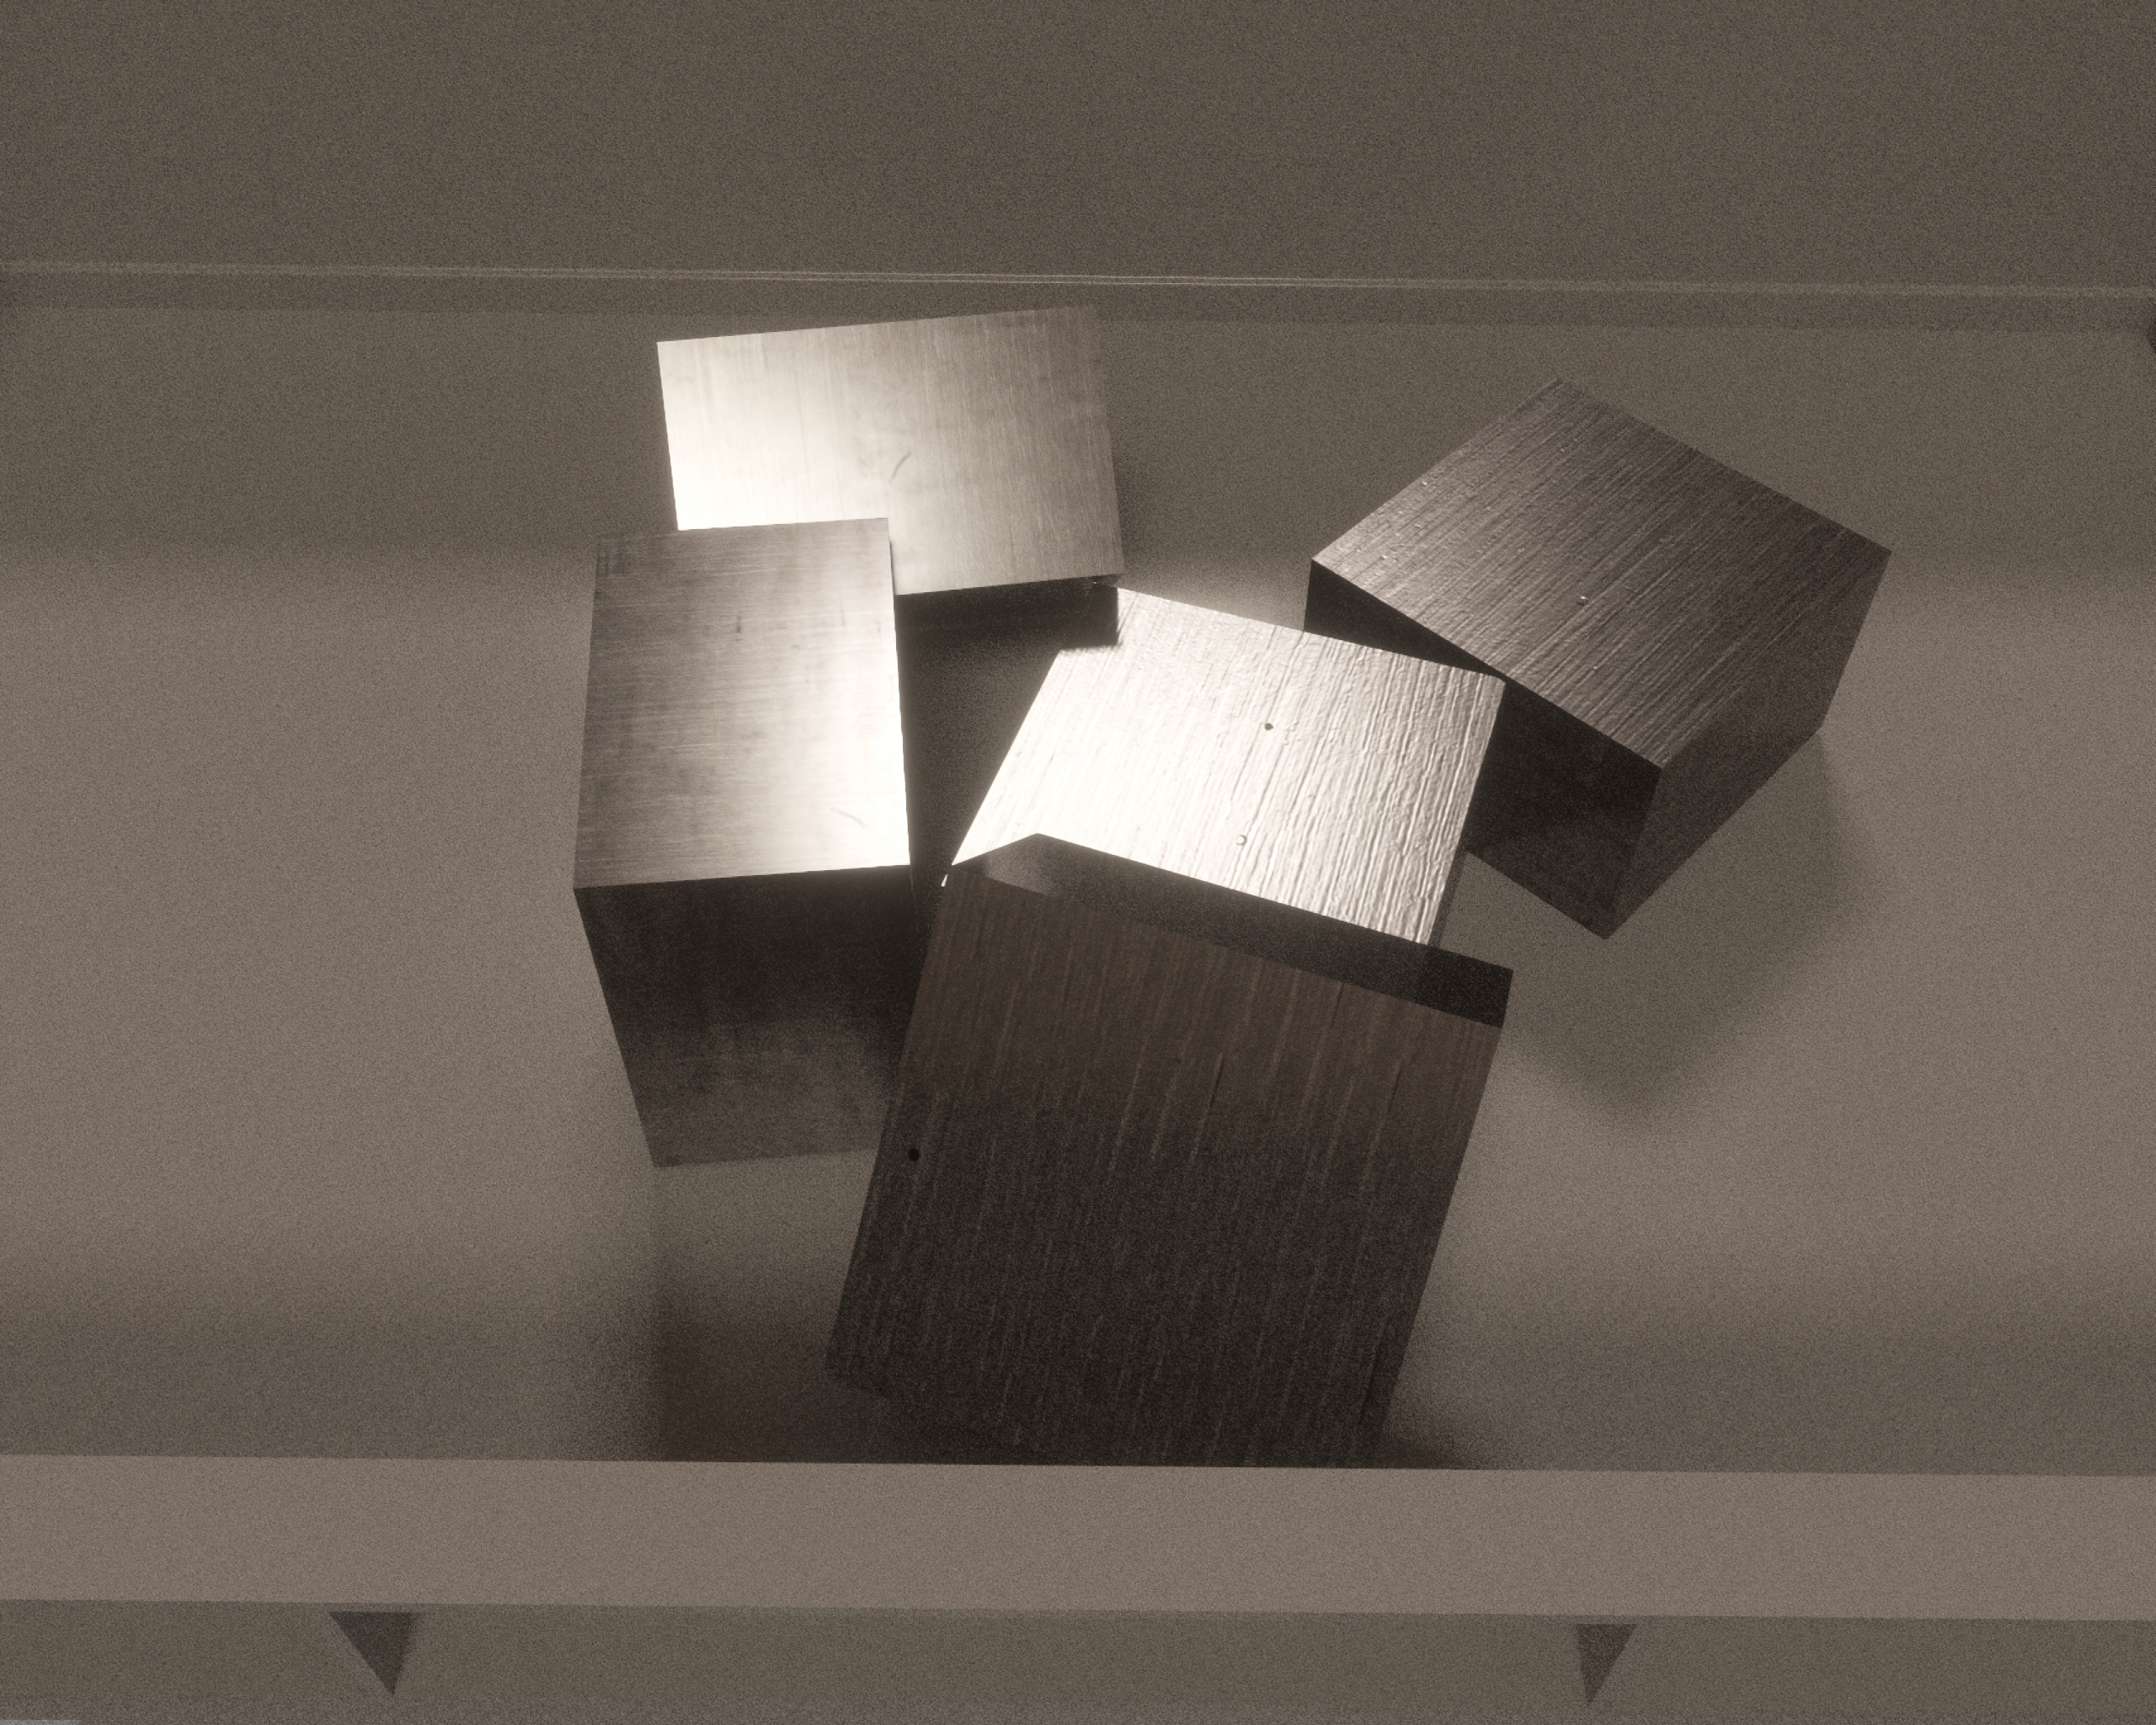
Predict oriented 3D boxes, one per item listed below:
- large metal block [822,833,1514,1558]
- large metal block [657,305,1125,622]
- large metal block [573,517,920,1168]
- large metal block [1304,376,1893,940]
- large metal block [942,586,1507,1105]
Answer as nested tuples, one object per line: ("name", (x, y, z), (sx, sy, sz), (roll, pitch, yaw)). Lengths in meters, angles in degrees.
("large metal block", (0.016, 0.047, 0.320), (0.080, 0.079, 0.050), (16, 10, 11))
("large metal block", (-0.037, -0.075, 0.423), (0.081, 0.080, 0.050), (-6, 92, -5))
("large metal block", (-0.055, -0.003, 0.370), (0.050, 0.080, 0.080), (-4, 50, -4))
("large metal block", (0.102, -0.044, 0.425), (0.080, 0.050, 0.080), (36, 58, 26))
("large metal block", (0.028, 0.001, 0.388), (0.080, 0.050, 0.080), (15, 52, 12))
